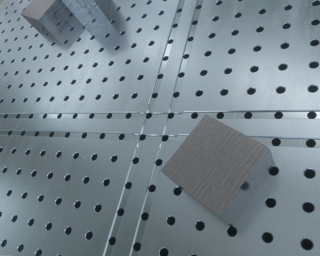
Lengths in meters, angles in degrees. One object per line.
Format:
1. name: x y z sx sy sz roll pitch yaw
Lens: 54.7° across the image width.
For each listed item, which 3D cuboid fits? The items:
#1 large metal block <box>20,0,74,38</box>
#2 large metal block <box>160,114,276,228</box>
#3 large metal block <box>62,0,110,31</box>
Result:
1. large metal block: -0.238 -0.250 0.667 0.080 0.050 0.080 28 77 37
2. large metal block: 0.063 0.044 0.332 0.080 0.050 0.080 33 80 37
3. large metal block: -0.141 -0.252 0.599 0.050 0.080 0.080 -18 55 18
